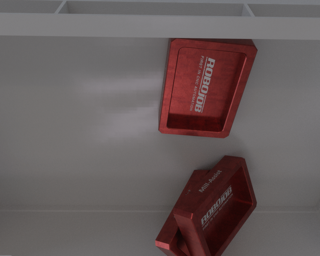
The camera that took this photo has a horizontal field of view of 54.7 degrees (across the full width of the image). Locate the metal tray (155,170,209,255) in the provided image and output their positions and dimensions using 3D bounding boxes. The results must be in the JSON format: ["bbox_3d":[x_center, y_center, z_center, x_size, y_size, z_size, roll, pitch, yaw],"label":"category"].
[{"bbox_3d":[0.059,0.137,0.452,0.030,0.130,0.090,-9,129,50],"label":"metal tray"}]

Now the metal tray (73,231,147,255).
[{"bbox_3d":[-0.100,0.265,0.632,0.090,0.030,0.130,-31,124,23],"label":"metal tray"}]

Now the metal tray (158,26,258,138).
[{"bbox_3d":[0.049,-0.048,0.365,0.091,0.030,0.129,5,130,-4],"label":"metal tray"}]

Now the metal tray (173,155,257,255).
[{"bbox_3d":[0.081,0.109,0.425,0.030,0.131,0.090,3,122,46],"label":"metal tray"}]
